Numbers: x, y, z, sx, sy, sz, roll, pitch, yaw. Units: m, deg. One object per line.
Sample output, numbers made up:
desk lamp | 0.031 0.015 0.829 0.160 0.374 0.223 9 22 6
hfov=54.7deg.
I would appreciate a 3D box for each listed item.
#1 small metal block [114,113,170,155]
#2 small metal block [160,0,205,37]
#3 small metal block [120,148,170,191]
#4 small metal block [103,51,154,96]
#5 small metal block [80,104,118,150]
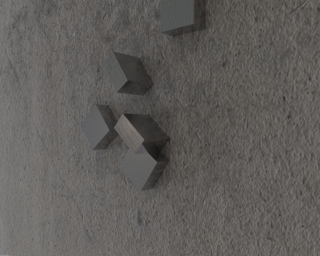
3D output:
small metal block | -0.023 0.007 0.408 0.050 0.050 0.025 49 119 29
small metal block | 0.028 -0.145 0.382 0.050 0.025 0.050 0 90 40
small metal block | -0.022 0.049 0.423 0.050 0.025 0.050 42 116 31
small metal block | -0.043 -0.074 0.424 0.025 0.050 0.050 -42 65 32
small metal block | -0.092 -0.001 0.481 0.050 0.025 0.050 -46 63 30
